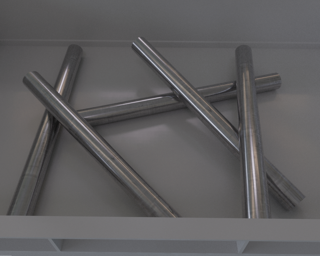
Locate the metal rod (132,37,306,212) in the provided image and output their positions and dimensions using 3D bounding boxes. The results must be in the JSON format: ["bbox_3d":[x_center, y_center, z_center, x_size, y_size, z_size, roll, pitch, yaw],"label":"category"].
[{"bbox_3d":[0.059,-0.020,0.397,0.025,0.025,0.300,-30,64,-23],"label":"metal rod"}]

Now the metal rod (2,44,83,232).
[{"bbox_3d":[-0.144,-0.013,0.414,0.025,0.025,0.300,1,50,1],"label":"metal rod"}]

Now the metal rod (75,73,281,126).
[{"bbox_3d":[0.030,-0.040,0.438,0.302,0.025,0.025,-12,51,-10],"label":"metal rod"}]

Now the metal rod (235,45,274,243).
[{"bbox_3d":[0.106,-0.012,0.371,0.025,0.025,0.300,7,45,5],"label":"metal rod"}]

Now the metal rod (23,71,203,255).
[{"bbox_3d":[-0.070,0.026,0.362,0.025,0.025,0.300,-37,65,-27],"label":"metal rod"}]
